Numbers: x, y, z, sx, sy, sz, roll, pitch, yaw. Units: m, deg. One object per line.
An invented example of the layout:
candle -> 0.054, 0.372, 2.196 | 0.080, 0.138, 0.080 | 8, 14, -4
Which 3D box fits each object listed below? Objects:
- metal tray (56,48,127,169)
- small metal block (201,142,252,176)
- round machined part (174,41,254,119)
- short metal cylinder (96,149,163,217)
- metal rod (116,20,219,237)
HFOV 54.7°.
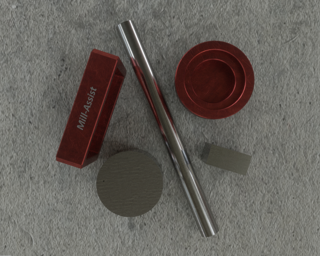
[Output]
metal tray -> -0.079, -0.021, 0.378 | 0.030, 0.090, 0.129 | 19, 90, 0
small metal block -> 0.083, 0.038, 0.397 | 0.050, 0.050, 0.025 | 17, 90, -1
round machined part -> 0.068, -0.060, 0.403 | 0.099, 0.042, 0.097 | 0, 90, -1
short metal cylinder -> -0.037, 0.068, 0.398 | 0.081, 0.050, 0.079 | 0, 90, -1
metal rod -> 0.010, 0.001, 0.412 | 0.025, 0.025, 0.299 | -22, 90, 0
